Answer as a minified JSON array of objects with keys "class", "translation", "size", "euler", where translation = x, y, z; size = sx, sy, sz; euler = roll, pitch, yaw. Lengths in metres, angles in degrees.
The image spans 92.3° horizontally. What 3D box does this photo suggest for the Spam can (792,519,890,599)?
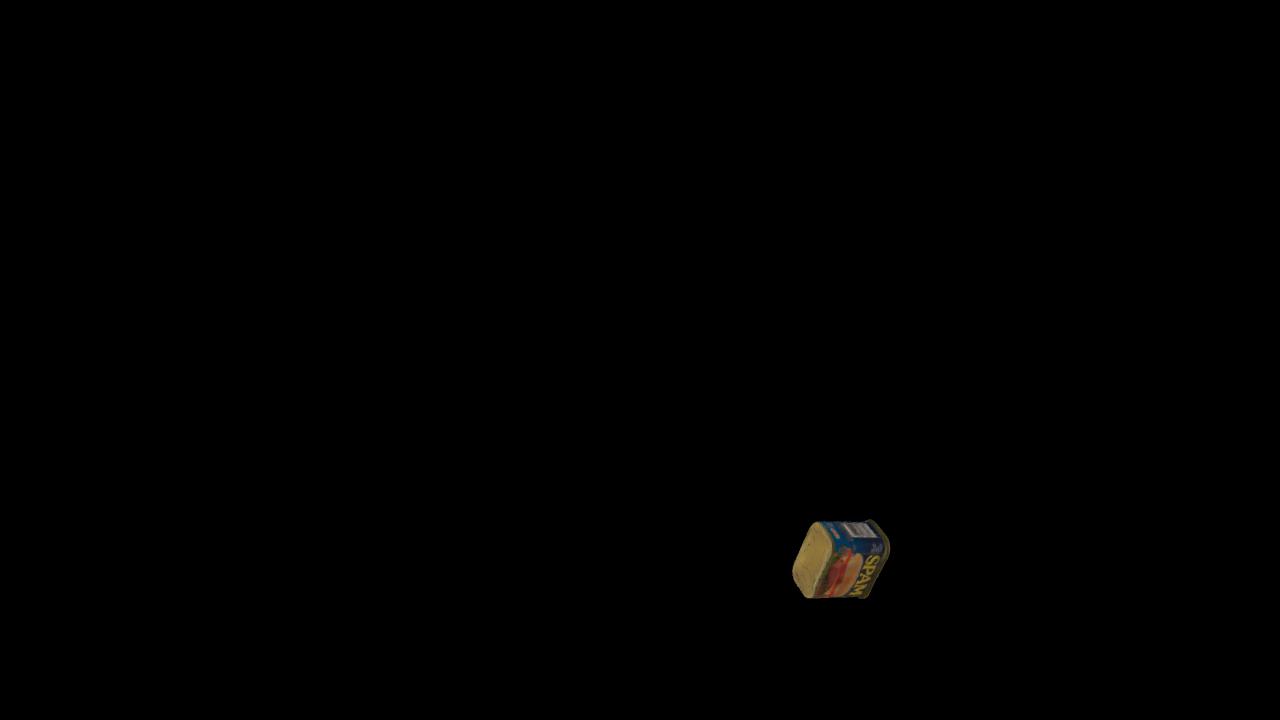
[{"class":"Spam can","translation":[0.252,0.252,0.778],"size":[0.085,0.101,0.058],"euler":[6,25,-19]}]
